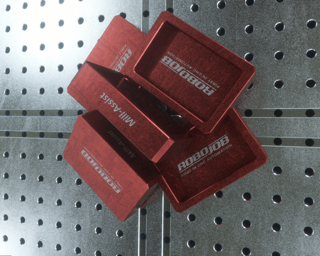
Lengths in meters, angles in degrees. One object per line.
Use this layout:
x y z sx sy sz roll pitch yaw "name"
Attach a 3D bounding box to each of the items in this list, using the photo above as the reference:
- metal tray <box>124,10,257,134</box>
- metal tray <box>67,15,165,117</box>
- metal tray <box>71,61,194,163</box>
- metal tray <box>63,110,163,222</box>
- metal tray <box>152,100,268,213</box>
0.034 -0.065 0.365 0.130 0.030 0.090 38 102 15 "metal tray"
-0.058 -0.076 0.428 0.090 0.030 0.130 40 102 15 "metal tray"
-0.028 -0.019 0.354 0.130 0.090 0.030 42 103 14 "metal tray"
-0.068 0.050 0.413 0.130 0.030 0.089 44 129 14 "metal tray"
0.055 0.036 0.389 0.130 0.030 0.090 -35 79 16 "metal tray"
